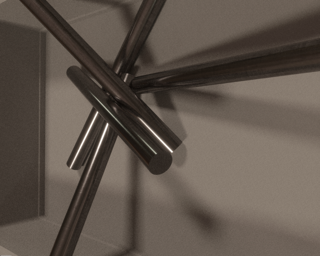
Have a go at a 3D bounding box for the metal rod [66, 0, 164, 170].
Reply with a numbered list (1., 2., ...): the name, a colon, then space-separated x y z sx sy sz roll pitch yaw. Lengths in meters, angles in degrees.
1. metal rod: -0.076 -0.056 0.466 0.025 0.025 0.298 45 116 30

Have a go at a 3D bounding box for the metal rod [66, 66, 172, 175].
1. metal rod: -0.071 -0.030 0.401 0.300 0.025 0.025 41 116 50

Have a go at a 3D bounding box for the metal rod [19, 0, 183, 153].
1. metal rod: -0.084 -0.082 0.395 0.300 0.025 0.025 46 121 1

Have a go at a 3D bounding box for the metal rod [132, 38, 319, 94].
1. metal rod: 0.064 -0.057 0.311 0.300 0.025 0.025 1 91 52

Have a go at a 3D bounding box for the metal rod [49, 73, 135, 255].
1. metal rod: -0.087 0.063 0.394 0.025 0.025 0.299 2 65 39
